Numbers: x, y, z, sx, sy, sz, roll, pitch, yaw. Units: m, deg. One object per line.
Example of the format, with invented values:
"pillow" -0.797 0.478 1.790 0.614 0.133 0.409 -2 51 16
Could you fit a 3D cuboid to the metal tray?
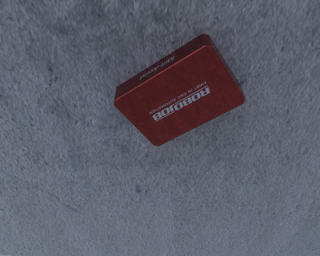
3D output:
"metal tray" 0.022 -0.039 0.371 0.130 0.030 0.090 -28 125 21
